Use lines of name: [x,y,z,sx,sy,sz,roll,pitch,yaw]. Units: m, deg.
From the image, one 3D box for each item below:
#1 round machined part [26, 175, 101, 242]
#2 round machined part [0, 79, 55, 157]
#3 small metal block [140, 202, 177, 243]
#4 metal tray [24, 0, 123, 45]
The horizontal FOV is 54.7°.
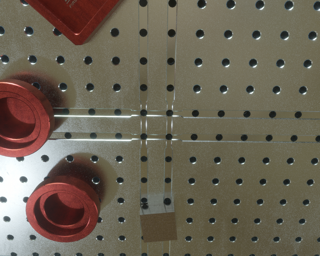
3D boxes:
round machined part: [-0.134,0.111,0.444,0.099,0.042,0.097,0,110,0]
round machined part: [-0.184,-0.015,0.397,0.099,0.042,0.097,0,110,0]
small metal block: [-0.002,0.142,0.466,0.050,0.025,0.050,-6,110,2]
metal tray: [-0.082,-0.170,0.346,0.090,0.030,0.130,42,105,-14]
